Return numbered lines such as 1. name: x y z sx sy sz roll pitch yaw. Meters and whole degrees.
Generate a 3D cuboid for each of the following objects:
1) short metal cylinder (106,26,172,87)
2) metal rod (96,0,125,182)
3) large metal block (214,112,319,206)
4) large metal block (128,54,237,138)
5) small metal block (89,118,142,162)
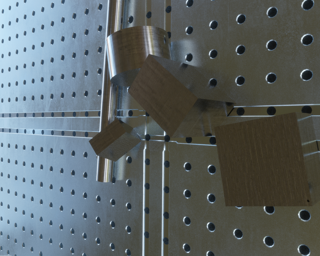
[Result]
1. short metal cylinder: -0.026 -0.088 0.393 0.080 0.081 0.050 -14 82 39
2. metal rod: -0.074 -0.068 0.467 0.025 0.025 0.298 7 95 39
3. large metal block: 0.107 0.032 0.304 0.080 0.050 0.080 -12 83 39
4. large metal block: 0.025 -0.035 0.351 0.080 0.081 0.050 47 118 29
5. small metal block: -0.061 0.018 0.431 0.050 0.050 0.025 -39 64 7
